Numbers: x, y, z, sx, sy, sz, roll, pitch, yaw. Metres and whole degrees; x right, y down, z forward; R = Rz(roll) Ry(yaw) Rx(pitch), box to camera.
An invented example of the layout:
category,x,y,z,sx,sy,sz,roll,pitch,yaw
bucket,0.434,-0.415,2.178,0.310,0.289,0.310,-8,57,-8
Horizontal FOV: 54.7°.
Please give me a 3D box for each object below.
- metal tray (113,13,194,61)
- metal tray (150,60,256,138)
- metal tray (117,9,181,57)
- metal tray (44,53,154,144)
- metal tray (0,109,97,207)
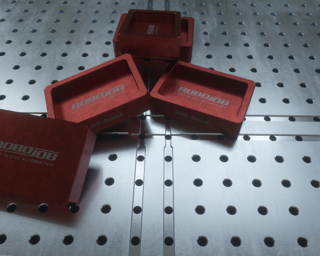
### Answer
category,x,y,z,sx,sy,sz,roll,pitch,yaw
metal tray,-0.008,-0.159,0.537,0.131,0.030,0.090,5,50,3
metal tray,0.061,-0.046,0.443,0.130,0.030,0.090,19,52,14
metal tray,-0.013,-0.155,0.495,0.091,0.030,0.130,3,36,2
metal tray,-0.085,-0.041,0.417,0.131,0.030,0.090,-23,53,-2
metal tray,-0.149,0.032,0.354,0.131,0.030,0.090,10,74,8
